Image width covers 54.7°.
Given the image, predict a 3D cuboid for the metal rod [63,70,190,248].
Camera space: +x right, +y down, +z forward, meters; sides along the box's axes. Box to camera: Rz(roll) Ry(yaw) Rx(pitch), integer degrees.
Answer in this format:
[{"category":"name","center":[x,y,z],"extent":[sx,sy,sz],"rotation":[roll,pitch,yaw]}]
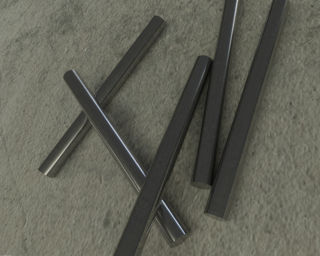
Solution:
[{"category":"metal rod","center":[-0.059,0.018,0.401],"extent":[0.025,0.025,0.300],"rotation":[-40,58,1]}]

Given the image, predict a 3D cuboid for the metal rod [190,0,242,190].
[{"category":"metal rod","center":[0.078,-0.068,0.403],"extent":[0.025,0.025,0.300],"rotation":[0,61,28]}]

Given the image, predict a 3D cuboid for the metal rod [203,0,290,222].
[{"category":"metal rod","center":[0.110,-0.038,0.369],"extent":[0.025,0.025,0.300],"rotation":[9,66,32]}]

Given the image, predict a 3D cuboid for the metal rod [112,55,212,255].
[{"category":"metal rod","center":[0.009,0.028,0.352],"extent":[0.025,0.025,0.300],"rotation":[5,55,30]}]

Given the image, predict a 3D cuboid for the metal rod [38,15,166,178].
[{"category":"metal rod","center":[-0.083,-0.055,0.479],"extent":[0.025,0.025,0.300],"rotation":[25,75,36]}]
